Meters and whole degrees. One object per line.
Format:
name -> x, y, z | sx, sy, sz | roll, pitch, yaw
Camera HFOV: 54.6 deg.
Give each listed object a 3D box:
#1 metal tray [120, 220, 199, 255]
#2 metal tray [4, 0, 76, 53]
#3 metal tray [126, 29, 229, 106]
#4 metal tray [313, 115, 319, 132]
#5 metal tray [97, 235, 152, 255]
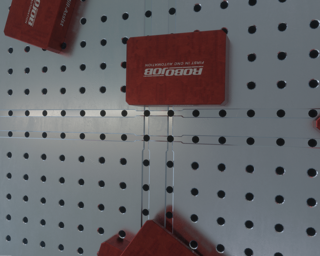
metal tray -> 0.011, 0.188, 0.384 | 0.130, 0.030, 0.090 | 36, 81, 11
metal tray -> -0.179, -0.190, 0.474 | 0.090, 0.030, 0.129 | 22, 97, 18
metal tray -> 0.021, -0.074, 0.403 | 0.130, 0.030, 0.090 | 1, 90, 20
metal tray -> 0.244, 0.008, 0.323 | 0.130, 0.030, 0.090 | 46, 104, 14
metal tray -> -0.030, 0.217, 0.421 | 0.130, 0.030, 0.090 | 20, 97, 19
